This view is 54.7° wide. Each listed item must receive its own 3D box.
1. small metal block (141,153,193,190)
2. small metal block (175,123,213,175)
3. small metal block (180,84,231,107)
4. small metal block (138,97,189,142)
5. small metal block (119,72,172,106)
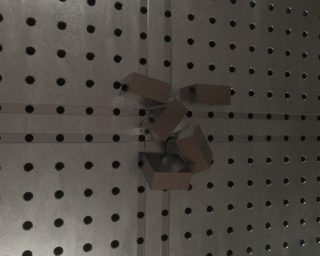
[{"bbox_3d":[0.007,0.055,0.400,0.050,0.050,0.025,4,111,-20],"label":"small metal block"},{"bbox_3d":[0.047,0.027,0.416,0.025,0.050,0.050,-23,100,20],"label":"small metal block"},{"bbox_3d":[0.061,-0.043,0.423,0.050,0.050,0.025,1,90,-20],"label":"small metal block"},{"bbox_3d":[0.004,-0.011,0.402,0.025,0.050,0.050,42,77,-16],"label":"small metal block"},{"bbox_3d":[-0.019,-0.048,0.393,0.050,0.050,0.025,15,85,-20],"label":"small metal block"}]
